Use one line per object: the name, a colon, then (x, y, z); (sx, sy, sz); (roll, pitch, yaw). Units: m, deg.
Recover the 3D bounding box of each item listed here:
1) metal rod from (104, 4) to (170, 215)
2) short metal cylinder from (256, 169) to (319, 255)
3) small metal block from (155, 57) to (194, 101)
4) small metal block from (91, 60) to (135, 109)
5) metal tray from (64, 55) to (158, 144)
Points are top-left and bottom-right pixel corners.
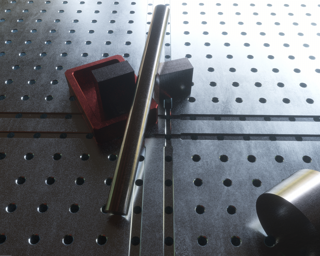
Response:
metal rod: (-0.022, -0.041, 0.396); (0.025, 0.025, 0.299); (8, 64, 6)
short metal cylinder: (0.142, 0.087, 0.301); (0.050, 0.080, 0.080); (-26, 55, -20)
small metal block: (0.019, -0.071, 0.451); (0.050, 0.050, 0.025); (-14, 52, -12)
small metal block: (-0.062, -0.059, 0.423); (0.050, 0.050, 0.025); (-21, 54, -17)
metal tray: (-0.071, -0.047, 0.442); (0.091, 0.030, 0.130); (-22, 54, -18)
